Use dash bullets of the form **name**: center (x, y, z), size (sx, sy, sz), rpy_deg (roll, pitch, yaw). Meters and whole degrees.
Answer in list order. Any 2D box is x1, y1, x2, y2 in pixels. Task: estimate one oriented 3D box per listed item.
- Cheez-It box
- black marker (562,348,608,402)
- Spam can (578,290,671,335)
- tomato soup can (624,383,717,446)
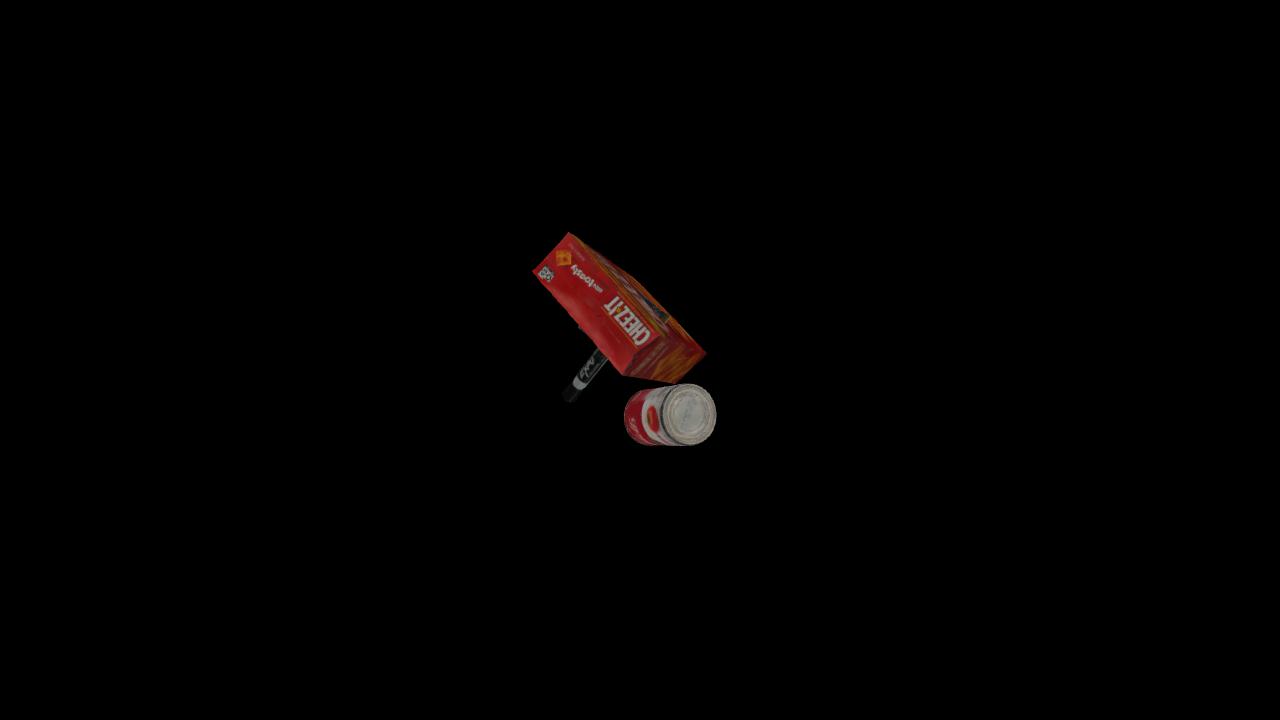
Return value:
- **Cheez-It box**: center (-0.017, -0.054, 0.764), size (0.071, 0.166, 0.223), rpy_deg (-45, -17, 10)
- **black marker**: center (-0.055, 0.009, 0.707), size (0.020, 0.020, 0.121), rpy_deg (0, -40, -44)
- **Spam can**: center (-0.022, -0.046, 0.755), size (0.085, 0.058, 0.101), rpy_deg (37, -28, -2)
- **tomato soup can**: center (0.033, 0.062, 0.683), size (0.068, 0.068, 0.101), rpy_deg (0, -7, -25)
